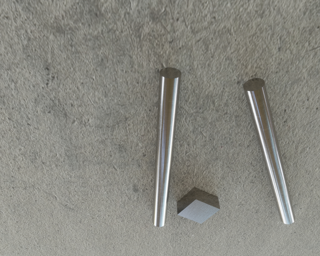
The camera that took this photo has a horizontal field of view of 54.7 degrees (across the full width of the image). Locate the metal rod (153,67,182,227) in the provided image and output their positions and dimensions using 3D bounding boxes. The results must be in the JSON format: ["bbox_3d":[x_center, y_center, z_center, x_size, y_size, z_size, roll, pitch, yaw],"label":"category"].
[{"bbox_3d":[0.005,0.050,0.450,0.025,0.025,0.298,2,130,-2],"label":"metal rod"}]

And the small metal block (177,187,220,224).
[{"bbox_3d":[0.064,0.131,0.520,0.050,0.025,0.050,26,125,-21],"label":"small metal block"}]

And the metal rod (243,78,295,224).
[{"bbox_3d":[0.168,0.053,0.455,0.025,0.025,0.299,-18,128,14],"label":"metal rod"}]
